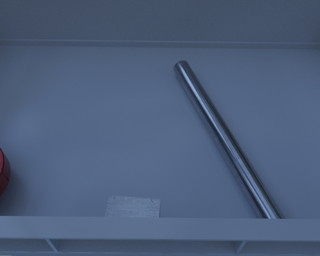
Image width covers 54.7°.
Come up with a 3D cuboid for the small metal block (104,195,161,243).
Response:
[{"bbox_3d":[-0.026,0.092,0.311,0.050,0.050,0.025,4,50,3],"label":"small metal block"}]

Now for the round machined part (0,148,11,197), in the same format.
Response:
[{"bbox_3d":[-0.215,0.060,0.341,0.099,0.042,0.098,0,50,0],"label":"round machined part"}]

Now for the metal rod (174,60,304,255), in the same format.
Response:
[{"bbox_3d":[0.082,0.013,0.394,0.025,0.025,0.299,-15,52,-12],"label":"metal rod"}]
